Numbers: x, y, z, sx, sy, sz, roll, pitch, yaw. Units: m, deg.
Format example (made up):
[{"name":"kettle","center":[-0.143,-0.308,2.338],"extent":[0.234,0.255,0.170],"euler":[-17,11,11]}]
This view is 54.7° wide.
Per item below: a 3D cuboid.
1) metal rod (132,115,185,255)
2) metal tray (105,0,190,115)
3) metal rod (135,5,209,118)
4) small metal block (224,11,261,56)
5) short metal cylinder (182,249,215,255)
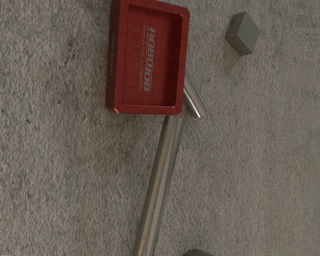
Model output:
[{"name":"metal rod","center":[-0.016,0.132,0.368],"extent":[0.025,0.025,0.298],"euler":[14,89,-40]},{"name":"metal tray","center":[-0.014,-0.082,0.370],"extent":[0.091,0.030,0.129],"euler":[0,98,-31]},{"name":"metal rod","center":[-0.013,-0.137,0.395],"extent":[0.025,0.025,0.299],"euler":[-48,119,-30]},{"name":"small metal block","center":[0.141,-0.159,0.526],"extent":[0.050,0.025,0.050],"euler":[35,68,-35]},{"name":"short metal cylinder","center":[0.062,0.222,0.444],"extent":[0.081,0.050,0.079],"euler":[0,90,-40]}]
